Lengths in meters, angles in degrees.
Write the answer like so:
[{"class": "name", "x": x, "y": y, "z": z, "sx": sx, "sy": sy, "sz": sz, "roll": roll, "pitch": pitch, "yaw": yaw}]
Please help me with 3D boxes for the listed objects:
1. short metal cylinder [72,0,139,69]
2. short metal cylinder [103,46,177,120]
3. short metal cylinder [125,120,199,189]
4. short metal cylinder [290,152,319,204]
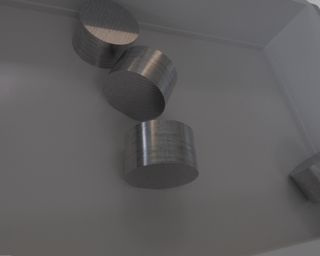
[{"class": "short metal cylinder", "x": -0.076, "y": -0.129, "z": 0.428, "sx": 0.081, "sy": 0.050, "sz": 0.080, "roll": 14, "pitch": 56, "yaw": -21}, {"class": "short metal cylinder", "x": -0.024, "y": -0.056, "z": 0.391, "sx": 0.080, "sy": 0.080, "sz": 0.050, "roll": 31, "pitch": 52, "yaw": -9}, {"class": "short metal cylinder", "x": 0.001, "y": 0.032, "z": 0.351, "sx": 0.081, "sy": 0.080, "sz": 0.050, "roll": 10, "pitch": 58, "yaw": -23}, {"class": "short metal cylinder", "x": 0.243, "y": 0.068, "z": 0.459, "sx": 0.081, "sy": 0.080, "sz": 0.050, "roll": -26, "pitch": 76, "yaw": -37}]
